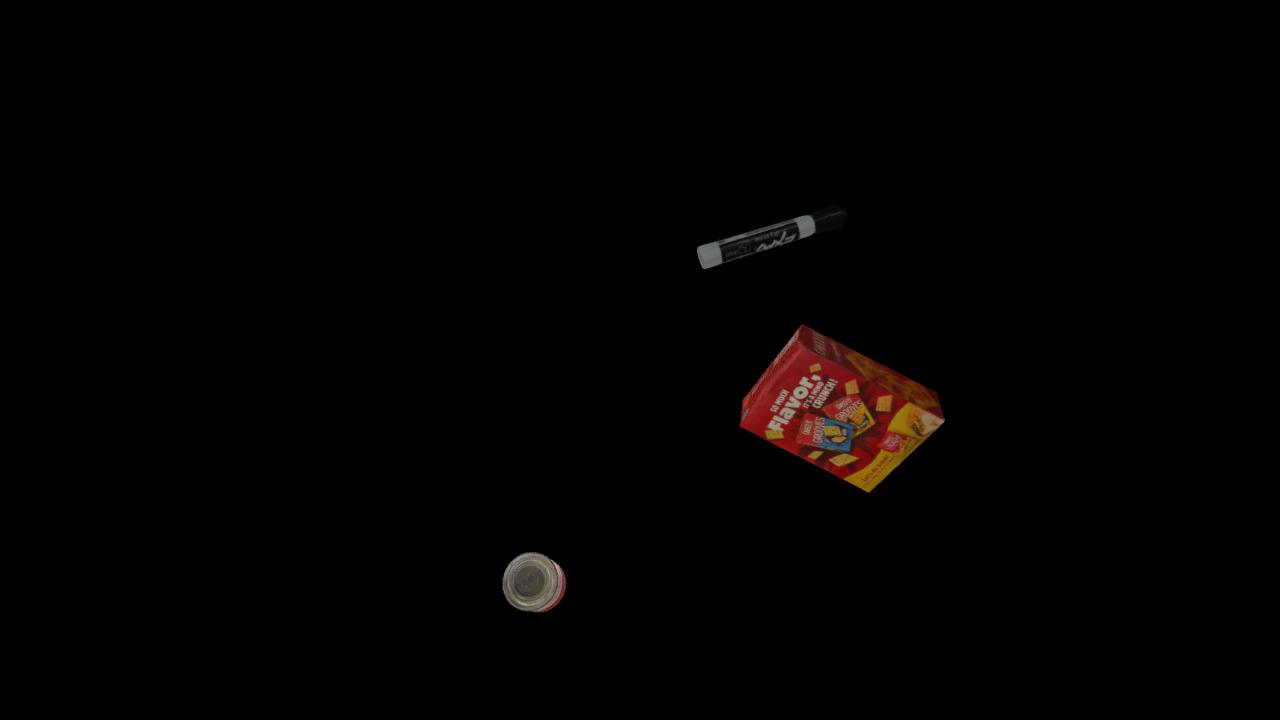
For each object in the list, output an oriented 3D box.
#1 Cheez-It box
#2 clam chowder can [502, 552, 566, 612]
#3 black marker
[{"bbox_3d":[0.277,0.072,0.865,0.223,0.166,0.071,26,35,-5],"label":"Cheez-It box"},{"bbox_3d":[-0.129,0.277,0.765,0.068,0.068,0.102,0,-23,-2],"label":"clam chowder can"},{"bbox_3d":[0.105,-0.098,0.486,0.121,0.020,0.020,-17,1,-2],"label":"black marker"}]
